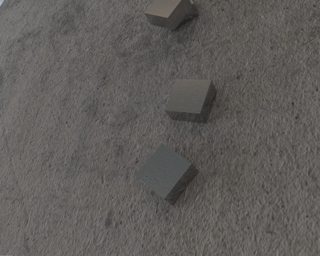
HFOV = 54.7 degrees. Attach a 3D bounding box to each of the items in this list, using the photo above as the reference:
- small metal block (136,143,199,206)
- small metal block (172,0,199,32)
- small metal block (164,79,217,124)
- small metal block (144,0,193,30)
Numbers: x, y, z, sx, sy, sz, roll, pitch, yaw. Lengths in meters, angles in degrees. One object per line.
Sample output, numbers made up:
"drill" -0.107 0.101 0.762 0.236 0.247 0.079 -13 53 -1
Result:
"small metal block" 0.009 0.054 0.366 0.050 0.025 0.050 33 80 38
"small metal block" 0.029 -0.194 0.508 0.050 0.025 0.050 -30 52 9
"small metal block" 0.041 -0.036 0.405 0.050 0.025 0.050 7 65 31
"small metal block" 0.013 -0.183 0.477 0.050 0.025 0.050 27 77 37
